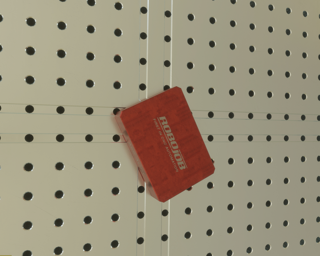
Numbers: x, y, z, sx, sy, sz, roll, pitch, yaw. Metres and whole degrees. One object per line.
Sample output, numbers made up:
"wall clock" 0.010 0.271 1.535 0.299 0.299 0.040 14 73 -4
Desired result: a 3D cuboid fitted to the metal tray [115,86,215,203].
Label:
"metal tray" 0.008 0.021 0.414 0.091 0.030 0.129 -27 99 -18
